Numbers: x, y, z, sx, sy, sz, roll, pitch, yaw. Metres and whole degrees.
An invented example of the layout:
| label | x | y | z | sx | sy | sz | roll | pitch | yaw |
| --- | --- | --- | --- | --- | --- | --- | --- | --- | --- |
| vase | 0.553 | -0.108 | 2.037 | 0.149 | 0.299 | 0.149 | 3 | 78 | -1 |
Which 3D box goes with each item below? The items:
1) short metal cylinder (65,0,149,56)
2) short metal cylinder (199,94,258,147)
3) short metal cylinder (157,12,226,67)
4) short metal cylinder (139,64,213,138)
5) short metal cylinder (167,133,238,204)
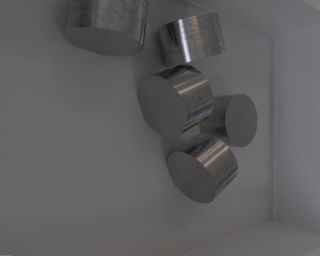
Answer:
| label | x | y | z | sx | sy | sz | roll | pitch | yaw |
| --- | --- | --- | --- | --- | --- | --- | --- | --- | --- |
| short metal cylinder | -0.054 | -0.113 | 0.325 | 0.081 | 0.080 | 0.050 | 11 | 83 | -40 |
| short metal cylinder | 0.106 | -0.011 | 0.479 | 0.081 | 0.050 | 0.080 | 0 | 90 | -40 |
| short metal cylinder | 0.042 | -0.114 | 0.405 | 0.081 | 0.080 | 0.050 | -23 | 105 | -38 |
| short metal cylinder | 0.019 | -0.034 | 0.386 | 0.050 | 0.080 | 0.080 | -29 | 108 | -36 |
| short metal cylinder | 0.057 | 0.054 | 0.418 | 0.050 | 0.080 | 0.080 | -34 | 111 | -35 |
